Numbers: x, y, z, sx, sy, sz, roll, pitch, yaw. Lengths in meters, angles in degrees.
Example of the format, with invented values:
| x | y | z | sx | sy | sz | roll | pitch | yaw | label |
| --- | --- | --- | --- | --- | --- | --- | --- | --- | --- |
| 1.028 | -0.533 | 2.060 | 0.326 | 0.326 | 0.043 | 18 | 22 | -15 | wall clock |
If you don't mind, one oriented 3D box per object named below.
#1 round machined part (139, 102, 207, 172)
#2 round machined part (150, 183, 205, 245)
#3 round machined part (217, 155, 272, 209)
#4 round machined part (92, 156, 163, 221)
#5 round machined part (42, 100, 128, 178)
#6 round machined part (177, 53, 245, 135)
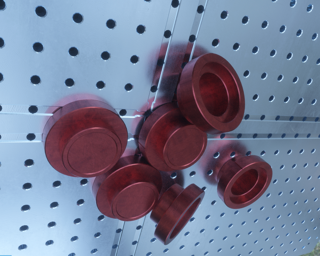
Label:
| x | y | z | sx | sy | sz | roll | pitch | yaw | label |
| --- | --- | --- | --- | --- | --- | --- | --- | --- | --- |
| 0.024 | 0.017 | 0.418 | 0.099 | 0.042 | 0.097 | -15 | 121 | -25 | round machined part |
| 0.022 | 0.123 | 0.470 | 0.098 | 0.042 | 0.098 | -45 | 157 | -25 | round machined part |
| 0.138 | 0.086 | 0.528 | 0.099 | 0.042 | 0.097 | -14 | 124 | -21 | round machined part |
| -0.040 | 0.091 | 0.433 | 0.099 | 0.042 | 0.097 | -14 | 124 | -21 | round machined part |
| -0.084 | 0.020 | 0.366 | 0.099 | 0.042 | 0.097 | -14 | 124 | -21 | round machined part |
| 0.059 | -0.039 | 0.386 | 0.099 | 0.042 | 0.098 | 12 | 72 | -39 | round machined part |
